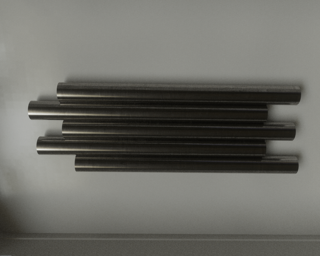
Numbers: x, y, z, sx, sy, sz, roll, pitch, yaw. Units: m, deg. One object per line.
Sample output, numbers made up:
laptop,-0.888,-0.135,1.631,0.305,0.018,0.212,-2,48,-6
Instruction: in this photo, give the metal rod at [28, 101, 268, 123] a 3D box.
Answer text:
metal rod,-0.014,-0.021,0.402,0.302,0.025,0.025,1,110,-1

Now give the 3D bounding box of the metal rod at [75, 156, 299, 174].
metal rod,0.037,0.050,0.429,0.302,0.025,0.025,1,110,-1

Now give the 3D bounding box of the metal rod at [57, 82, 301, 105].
metal rod,0.024,-0.043,0.394,0.302,0.025,0.025,1,110,-1

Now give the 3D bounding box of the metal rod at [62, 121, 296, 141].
metal rod,0.025,0.003,0.411,0.302,0.025,0.025,1,110,-1

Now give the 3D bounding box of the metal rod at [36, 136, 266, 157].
metal rod,-0.010,0.025,0.419,0.302,0.025,0.025,1,110,-1
